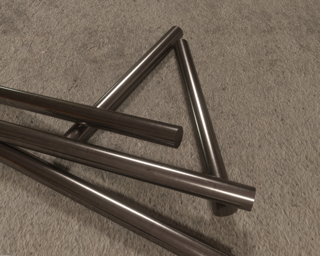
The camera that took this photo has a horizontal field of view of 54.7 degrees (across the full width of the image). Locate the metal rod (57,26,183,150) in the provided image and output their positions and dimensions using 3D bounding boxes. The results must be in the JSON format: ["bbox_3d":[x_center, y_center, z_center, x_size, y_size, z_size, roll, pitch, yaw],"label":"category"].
[{"bbox_3d":[-0.046,-0.069,0.460,0.025,0.025,0.301,24,54,18],"label":"metal rod"}]

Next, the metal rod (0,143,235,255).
[{"bbox_3d":[-0.067,0.078,0.336,0.301,0.025,0.025,22,53,17],"label":"metal rod"}]

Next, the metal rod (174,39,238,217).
[{"bbox_3d":[0.053,-0.025,0.424,0.025,0.025,0.300,-5,50,-5],"label":"metal rod"}]

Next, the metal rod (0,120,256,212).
[{"bbox_3d":[-0.051,0.037,0.339,0.301,0.025,0.025,14,51,11],"label":"metal rod"}]

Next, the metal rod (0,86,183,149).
[{"bbox_3d":[-0.116,-0.022,0.389,0.301,0.025,0.025,13,51,22],"label":"metal rod"}]
